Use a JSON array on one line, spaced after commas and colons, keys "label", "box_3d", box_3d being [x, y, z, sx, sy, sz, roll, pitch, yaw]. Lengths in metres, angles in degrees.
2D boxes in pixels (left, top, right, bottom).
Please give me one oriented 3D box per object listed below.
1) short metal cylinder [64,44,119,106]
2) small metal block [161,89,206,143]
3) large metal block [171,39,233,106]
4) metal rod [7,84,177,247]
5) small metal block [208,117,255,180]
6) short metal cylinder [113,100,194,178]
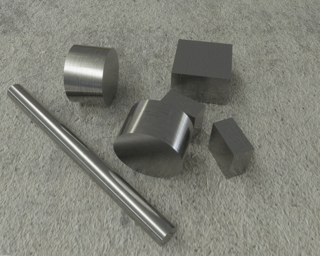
[{"label": "short metal cylinder", "box_3d": [-0.092, -0.072, 0.427, 0.050, 0.080, 0.080, 7, 50, 5]}, {"label": "small metal block", "box_3d": [0.028, -0.015, 0.400, 0.050, 0.050, 0.025, 27, 55, 21]}, {"label": "large metal block", "box_3d": [0.061, -0.084, 0.458, 0.080, 0.050, 0.080, 8, 50, 6]}, {"label": "metal rod", "box_3d": [-0.099, 0.029, 0.377, 0.300, 0.025, 0.025, 37, 59, 26]}, {"label": "small metal block", "box_3d": [0.082, 0.024, 0.368, 0.025, 0.050, 0.050, -16, 52, -13]}, {"label": "short metal cylinder", "box_3d": [-0.006, 0.014, 0.356, 0.080, 0.080, 0.050, 13, 51, 11]}]
